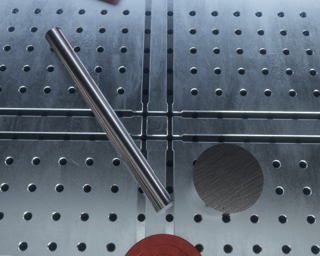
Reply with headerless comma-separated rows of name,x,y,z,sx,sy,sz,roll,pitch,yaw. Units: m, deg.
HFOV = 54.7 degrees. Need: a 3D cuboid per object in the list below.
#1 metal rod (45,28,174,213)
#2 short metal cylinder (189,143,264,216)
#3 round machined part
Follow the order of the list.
metal rod,-0.076,-0.021,0.418,0.025,0.025,0.299,-32,73,-11
short metal cylinder,0.078,0.064,0.376,0.081,0.050,0.080,0,70,0
round machined part,0.003,0.169,0.341,0.099,0.042,0.098,0,70,0
